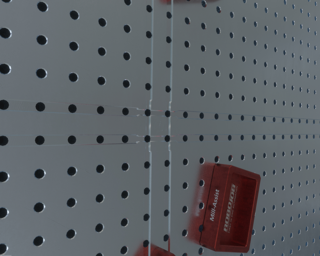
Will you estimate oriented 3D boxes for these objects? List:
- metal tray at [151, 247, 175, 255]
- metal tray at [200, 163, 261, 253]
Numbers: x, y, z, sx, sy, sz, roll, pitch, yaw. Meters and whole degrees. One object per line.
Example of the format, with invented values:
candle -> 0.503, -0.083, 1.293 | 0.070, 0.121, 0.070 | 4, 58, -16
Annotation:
metal tray -> 0.017, 0.237, 0.419 | 0.130, 0.030, 0.090 | 52, 60, -27
metal tray -> 0.117, 0.130, 0.502 | 0.090, 0.030, 0.130 | 21, 77, -38
